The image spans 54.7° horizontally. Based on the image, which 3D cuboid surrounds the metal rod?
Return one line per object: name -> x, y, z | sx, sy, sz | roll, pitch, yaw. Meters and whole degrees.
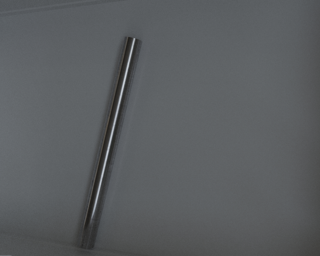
metal rod -> -0.072, 0.024, 0.434 | 0.025, 0.025, 0.298 | 15, 95, 19
